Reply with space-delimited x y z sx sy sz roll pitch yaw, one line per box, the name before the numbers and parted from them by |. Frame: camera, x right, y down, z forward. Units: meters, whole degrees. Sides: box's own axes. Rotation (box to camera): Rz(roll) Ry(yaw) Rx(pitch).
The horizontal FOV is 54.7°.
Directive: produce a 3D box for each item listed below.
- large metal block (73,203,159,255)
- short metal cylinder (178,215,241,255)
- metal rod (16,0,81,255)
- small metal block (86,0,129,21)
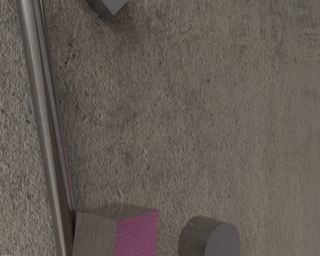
large metal block | -0.047 0.130 0.335 0.080 0.050 0.080 13 82 -60
short metal cylinder | 0.073 0.173 0.452 0.081 0.050 0.079 0 90 -40
metal rod | -0.113 -0.018 0.310 0.025 0.025 0.298 -12 98 -40
small metal block | -0.061 -0.161 0.354 0.050 0.025 0.050 49 61 -29
